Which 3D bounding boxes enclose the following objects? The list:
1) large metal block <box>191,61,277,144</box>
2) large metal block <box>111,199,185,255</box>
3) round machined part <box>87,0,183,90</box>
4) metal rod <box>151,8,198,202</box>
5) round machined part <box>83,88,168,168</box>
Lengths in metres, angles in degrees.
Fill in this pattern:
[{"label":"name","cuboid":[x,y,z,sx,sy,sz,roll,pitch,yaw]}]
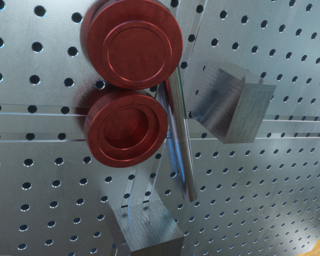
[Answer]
[{"label":"large metal block","cuboid":[0.091,-0.035,0.404,0.050,0.080,0.079,0,119,-28]},{"label":"large metal block","cuboid":[-0.021,0.160,0.463,0.081,0.080,0.050,-7,122,-25]},{"label":"round machined part","cuboid":[-0.024,-0.082,0.318,0.099,0.042,0.097,-4,125,-6]},{"label":"metal rod","cuboid":[0.025,-0.007,0.420,0.025,0.025,0.298,-23,127,-15]},{"label":"round machined part","cuboid":[-0.043,-0.003,0.374,0.099,0.042,0.097,-14,124,-21]}]
